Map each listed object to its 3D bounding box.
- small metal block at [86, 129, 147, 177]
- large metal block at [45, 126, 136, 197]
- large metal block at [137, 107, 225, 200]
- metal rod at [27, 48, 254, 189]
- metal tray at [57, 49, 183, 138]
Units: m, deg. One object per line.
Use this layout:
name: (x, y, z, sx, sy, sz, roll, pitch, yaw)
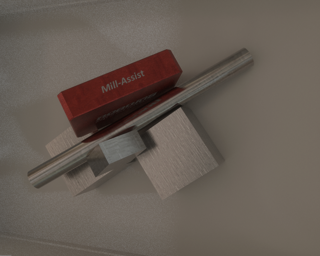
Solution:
small metal block: (-0.052, 0.030, 0.361, 0.025, 0.050, 0.050, 61, 144, 10)
large metal block: (-0.095, 0.035, 0.426, 0.080, 0.050, 0.080, -35, 79, 16)
large metal block: (0.022, 0.031, 0.387, 0.080, 0.050, 0.080, -35, 79, 16)
metal rod: (-0.024, -0.011, 0.377, 0.301, 0.025, 0.025, -30, 80, 2)
metal tray: (-0.045, -0.037, 0.361, 0.131, 0.090, 0.030, -25, 82, -15)
